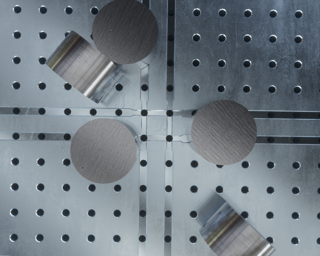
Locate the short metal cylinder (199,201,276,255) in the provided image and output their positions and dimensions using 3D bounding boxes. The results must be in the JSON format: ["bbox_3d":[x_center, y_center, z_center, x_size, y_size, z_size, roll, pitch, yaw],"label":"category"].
[{"bbox_3d":[0.095,0.139,0.387,0.080,0.080,0.050,44,90,0],"label":"short metal cylinder"}]

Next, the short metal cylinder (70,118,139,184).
[{"bbox_3d":[-0.068,0.028,0.400,0.081,0.050,0.079,0,90,0],"label":"short metal cylinder"}]

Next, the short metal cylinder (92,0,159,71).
[{"bbox_3d":[-0.042,-0.117,0.400,0.081,0.050,0.079,0,90,0],"label":"short metal cylinder"}]

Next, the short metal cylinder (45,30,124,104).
[{"bbox_3d":[-0.093,-0.075,0.385,0.080,0.080,0.050,39,90,0],"label":"short metal cylinder"}]

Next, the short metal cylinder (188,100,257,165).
[{"bbox_3d":[0.078,0.005,0.401,0.081,0.050,0.079,0,90,0],"label":"short metal cylinder"}]
